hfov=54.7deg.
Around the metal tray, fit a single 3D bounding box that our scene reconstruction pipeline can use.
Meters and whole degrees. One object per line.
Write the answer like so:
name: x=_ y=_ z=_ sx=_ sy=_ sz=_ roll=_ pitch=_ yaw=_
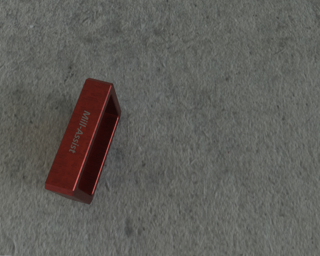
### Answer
metal tray: x=-0.084 y=0.018 z=0.365 sx=0.030 sy=0.090 sz=0.130 roll=14 pitch=71 yaw=5
